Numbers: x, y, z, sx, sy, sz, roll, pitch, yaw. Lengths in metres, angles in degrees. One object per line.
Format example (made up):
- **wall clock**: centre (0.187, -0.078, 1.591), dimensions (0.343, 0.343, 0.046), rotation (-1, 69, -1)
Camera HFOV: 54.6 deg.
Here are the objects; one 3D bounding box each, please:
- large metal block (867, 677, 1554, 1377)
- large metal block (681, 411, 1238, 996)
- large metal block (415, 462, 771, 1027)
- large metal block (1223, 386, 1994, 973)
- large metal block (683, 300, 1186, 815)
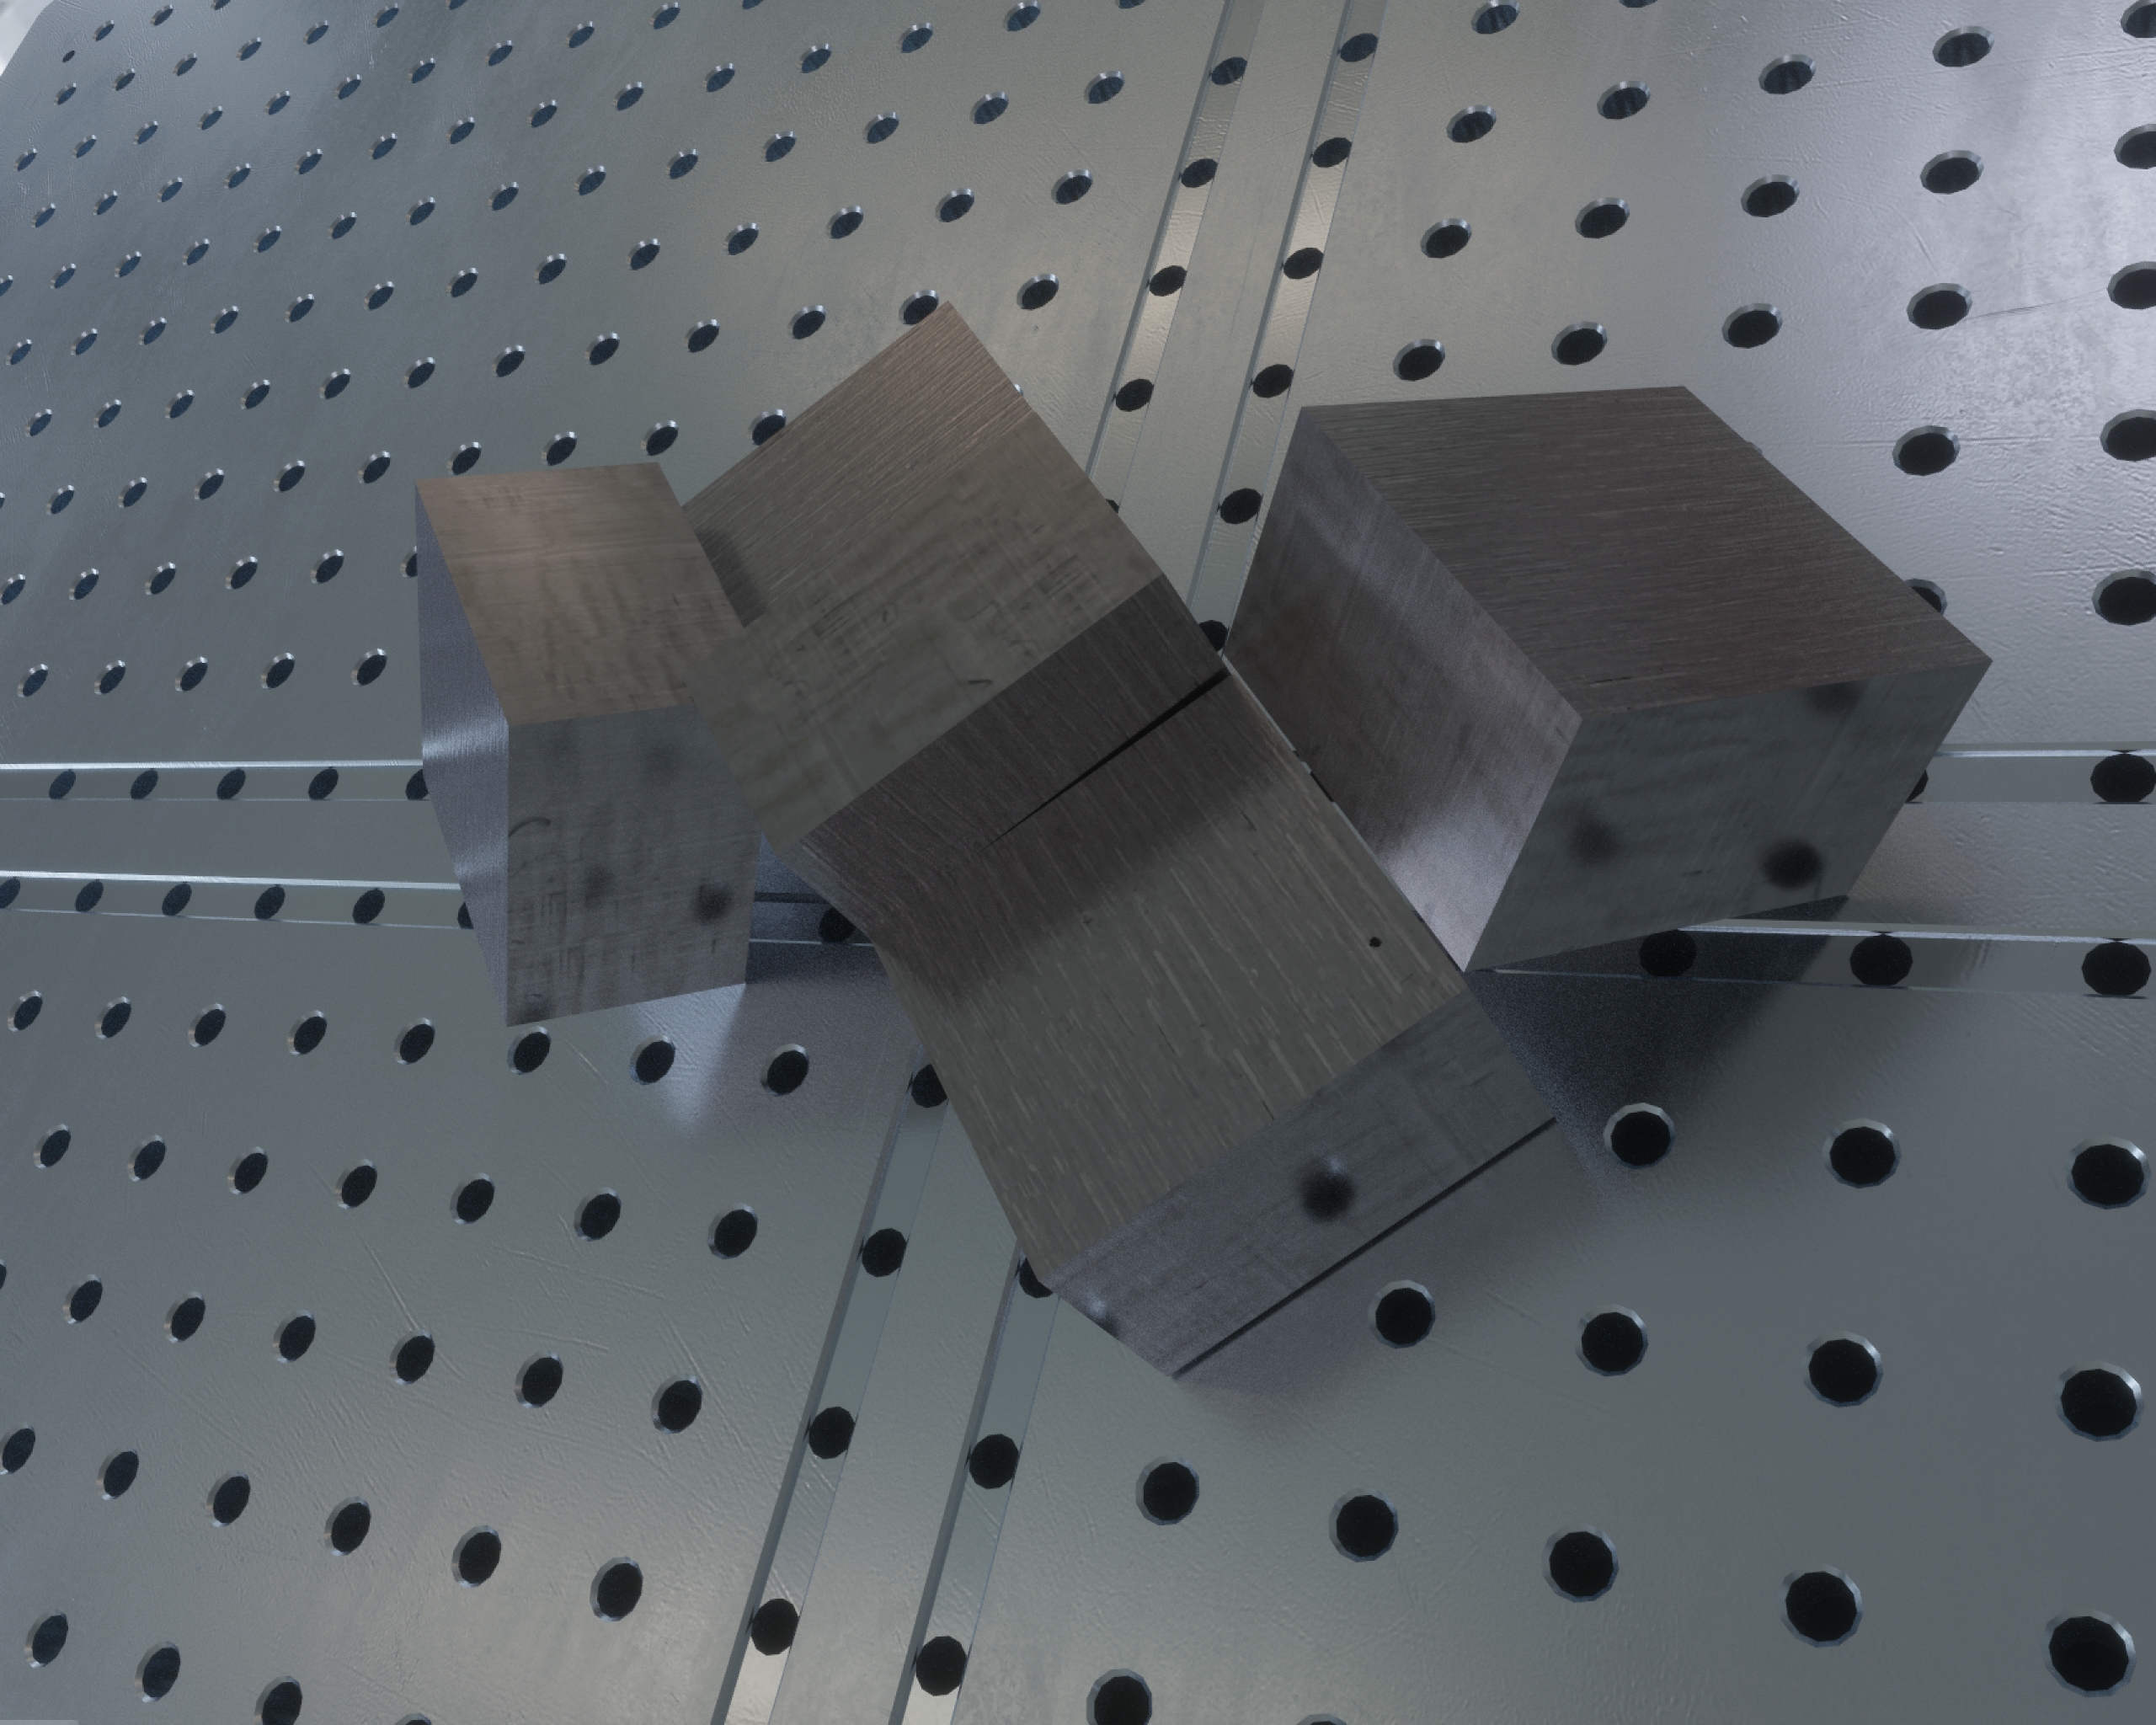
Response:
- **large metal block**: centre (0.022, 0.028, 0.364), dimensions (0.080, 0.050, 0.080), rotation (-35, 50, 5)
- **large metal block**: centre (-0.013, -0.023, 0.394), dimensions (0.080, 0.080, 0.050), rotation (-36, 52, 4)
- **large metal block**: centre (-0.103, -0.026, 0.435), dimensions (0.050, 0.079, 0.080), rotation (-10, 47, -25)
- **large metal block**: centre (0.083, -0.034, 0.343), dimensions (0.081, 0.050, 0.080), rotation (-9, 47, -26)
- **large metal block**: centre (-0.032, -0.059, 0.446), dimensions (0.080, 0.050, 0.080), rotation (-37, 52, 5)
